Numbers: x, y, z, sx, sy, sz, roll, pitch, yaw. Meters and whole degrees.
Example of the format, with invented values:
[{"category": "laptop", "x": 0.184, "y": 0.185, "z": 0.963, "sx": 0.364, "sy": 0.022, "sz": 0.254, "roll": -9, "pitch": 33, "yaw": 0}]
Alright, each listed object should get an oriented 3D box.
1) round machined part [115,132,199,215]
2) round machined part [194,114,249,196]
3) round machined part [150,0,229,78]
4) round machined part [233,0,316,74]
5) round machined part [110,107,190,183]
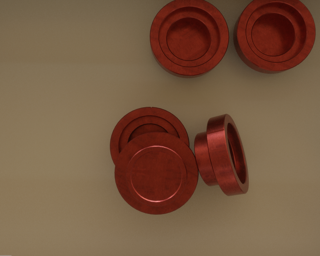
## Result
[{"category": "round machined part", "x": -0.004, "y": 0.053, "z": 0.361, "sx": 0.099, "sy": 0.042, "sz": 0.097, "roll": 0, "pitch": 90, "yaw": 0}, {"category": "round machined part", "x": 0.074, "y": 0.035, "z": 0.381, "sx": 0.042, "sy": 0.098, "sz": 0.097, "roll": -15, "pitch": 90, "yaw": 24}, {"category": "round machined part", "x": 0.037, "y": -0.113, "z": 0.403, "sx": 0.099, "sy": 0.042, "sz": 0.097, "roll": 0, "pitch": 90, "yaw": -1}, {"category": "round machined part", "x": 0.145, "y": -0.119, "z": 0.405, "sx": 0.099, "sy": 0.042, "sz": 0.097, "roll": 0, "pitch": 90, "yaw": -1}, {"category": "round machined part", "x": -0.013, "y": 0.022, "z": 0.403, "sx": 0.099, "sy": 0.042, "sz": 0.097, "roll": 0, "pitch": 90, "yaw": -1}]
